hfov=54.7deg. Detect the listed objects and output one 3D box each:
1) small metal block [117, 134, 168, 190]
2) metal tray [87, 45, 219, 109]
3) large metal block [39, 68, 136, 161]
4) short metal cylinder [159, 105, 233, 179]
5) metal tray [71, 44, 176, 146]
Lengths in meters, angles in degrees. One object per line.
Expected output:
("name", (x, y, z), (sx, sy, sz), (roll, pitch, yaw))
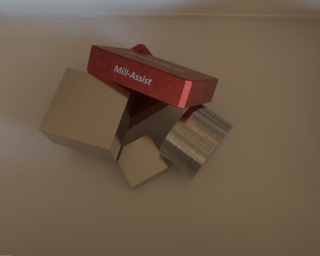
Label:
("small metal block", (-0.024, 0.043, 0.392), (0.050, 0.025, 0.050), (-27, 73, -10))
("metal tray", (-0.008, -0.063, 0.365), (0.130, 0.091, 0.030), (24, 110, 23))
("large metal block", (-0.080, -0.015, 0.365), (0.080, 0.050, 0.080), (16, 71, 5))
("short metal cylinder", (0.044, 0.015, 0.375), (0.050, 0.080, 0.080), (38, 74, 12))
("metal tray", (-0.054, -0.047, 0.421), (0.131, 0.030, 0.090), (-32, 74, -12))
